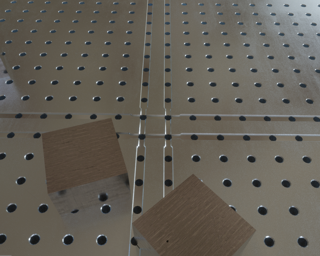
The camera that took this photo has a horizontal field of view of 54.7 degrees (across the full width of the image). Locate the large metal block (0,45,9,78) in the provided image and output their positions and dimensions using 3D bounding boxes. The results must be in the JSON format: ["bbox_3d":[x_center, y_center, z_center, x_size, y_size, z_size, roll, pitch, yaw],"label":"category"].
[{"bbox_3d":[-0.292,-0.112,0.482,0.081,0.050,0.080,-20,53,-17],"label":"large metal block"}]

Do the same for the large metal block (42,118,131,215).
[{"bbox_3d":[-0.084,0.042,0.355,0.081,0.050,0.080,-14,52,-12],"label":"large metal block"}]

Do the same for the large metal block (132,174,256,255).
[{"bbox_3d":[0.031,0.106,0.303,0.080,0.050,0.080,-34,58,-26],"label":"large metal block"}]
